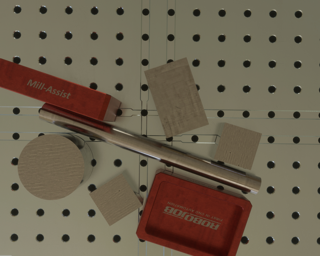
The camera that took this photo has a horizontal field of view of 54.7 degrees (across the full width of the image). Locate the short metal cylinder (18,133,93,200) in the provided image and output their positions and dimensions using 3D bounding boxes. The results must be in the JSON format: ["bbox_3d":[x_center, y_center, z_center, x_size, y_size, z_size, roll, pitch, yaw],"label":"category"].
[{"bbox_3d":[-0.132,0.047,0.399,0.081,0.050,0.080,0,90,0],"label":"short metal cylinder"}]

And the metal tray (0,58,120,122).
[{"bbox_3d":[-0.120,-0.042,0.379,0.131,0.090,0.030,19,90,0],"label":"metal tray"}]

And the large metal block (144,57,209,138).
[{"bbox_3d":[0.019,-0.034,0.387,0.050,0.080,0.080,-19,90,0],"label":"large metal block"}]

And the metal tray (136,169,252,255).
[{"bbox_3d":[0.044,0.117,0.411,0.131,0.030,0.090,18,90,0],"label":"metal tray"}]

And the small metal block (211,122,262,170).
[{"bbox_3d":[0.101,0.024,0.414,0.050,0.025,0.050,17,90,0],"label":"small metal block"}]

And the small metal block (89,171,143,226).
[{"bbox_3d":[-0.057,0.093,0.413,0.050,0.025,0.050,-32,90,0],"label":"small metal block"}]

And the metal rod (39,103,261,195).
[{"bbox_3d":[-0.012,0.028,0.413,0.301,0.025,0.025,19,90,0],"label":"metal rod"}]
